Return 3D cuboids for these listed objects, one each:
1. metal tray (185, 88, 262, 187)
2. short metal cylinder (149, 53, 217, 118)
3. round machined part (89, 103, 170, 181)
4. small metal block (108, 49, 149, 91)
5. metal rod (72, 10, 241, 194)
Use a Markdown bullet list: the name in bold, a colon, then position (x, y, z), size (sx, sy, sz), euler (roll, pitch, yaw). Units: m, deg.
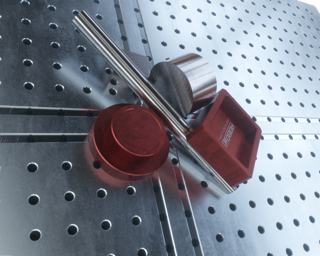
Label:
- **metal tray**: position (0.093, 0.008, 0.425), size (0.090, 0.030, 0.131), euler (46, 35, -6)
- **short metal cylinder**: position (0.030, -0.058, 0.426), size (0.050, 0.080, 0.080), euler (-28, 78, -38)
- **round machined part**: position (-0.032, 0.011, 0.374), size (0.099, 0.042, 0.098), euler (14, 56, -21)
- **small metal block**: position (-0.044, -0.080, 0.435), size (0.050, 0.025, 0.050), euler (13, 56, -22)
- **metal rod**: position (-0.001, -0.030, 0.405), size (0.300, 0.025, 0.025), euler (48, 51, -5)
